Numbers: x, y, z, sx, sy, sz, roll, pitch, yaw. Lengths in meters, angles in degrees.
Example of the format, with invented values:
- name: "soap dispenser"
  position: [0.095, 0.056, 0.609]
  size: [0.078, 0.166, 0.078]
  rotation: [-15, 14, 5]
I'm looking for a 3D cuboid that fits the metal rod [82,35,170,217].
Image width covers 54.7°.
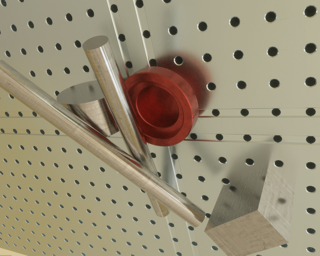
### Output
- name: "metal rod"
  position: [-0.028, 0.025, 0.387]
  size: [0.025, 0.025, 0.299]
  rotation: [7, 138, 24]

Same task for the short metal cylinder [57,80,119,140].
- name: "short metal cylinder"
  position: [-0.087, -0.025, 0.404]
  size: [0.080, 0.080, 0.050]
  rotation: [5, 121, 25]

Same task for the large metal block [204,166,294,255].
- name: "large metal block"
  position: [0.111, 0.104, 0.381]
  size: [0.050, 0.080, 0.080]
  rotation: [47, 129, -5]

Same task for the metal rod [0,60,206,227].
- name: "metal rod"
  position: [-0.064, 0.027, 0.369]
  size: [0.301, 0.025, 0.025]
  rotation: [39, 130, -13]

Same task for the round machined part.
- name: "round machined part"
  position: [0.001, -0.029, 0.380]
  size: [0.098, 0.042, 0.097]
  rotation: [14, 125, 21]
